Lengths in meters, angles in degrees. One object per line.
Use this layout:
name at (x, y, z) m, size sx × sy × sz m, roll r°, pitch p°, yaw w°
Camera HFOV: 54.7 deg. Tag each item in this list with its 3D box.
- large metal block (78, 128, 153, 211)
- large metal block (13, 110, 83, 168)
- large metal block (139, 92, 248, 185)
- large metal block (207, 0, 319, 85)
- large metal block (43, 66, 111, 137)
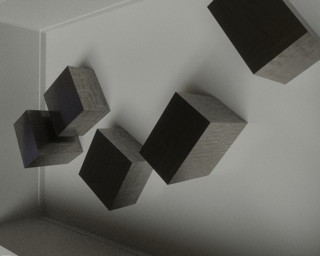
large metal block at (-0.061, 0.055, 0.439) m, size 0.080 × 0.050 × 0.079 m, roll 39°, pitch 114°, yaw 32°
large metal block at (-0.188, 0.018, 0.523) m, size 0.050 × 0.081 × 0.080 m, roll -34°, pitch 69°, yaw 34°
large metal block at (0.037, 0.011, 0.339) m, size 0.050 × 0.081 × 0.080 m, roll 46°, pitch 117°, yaw 30°
large metal block at (0.102, -0.091, 0.286) m, size 0.050 × 0.081 × 0.080 m, roll -41°, pitch 66°, yaw 32°
large metal block at (-0.136, -0.041, 0.500) m, size 0.080 × 0.050 × 0.080 m, roll -37°, pitch 68°, yaw 33°
